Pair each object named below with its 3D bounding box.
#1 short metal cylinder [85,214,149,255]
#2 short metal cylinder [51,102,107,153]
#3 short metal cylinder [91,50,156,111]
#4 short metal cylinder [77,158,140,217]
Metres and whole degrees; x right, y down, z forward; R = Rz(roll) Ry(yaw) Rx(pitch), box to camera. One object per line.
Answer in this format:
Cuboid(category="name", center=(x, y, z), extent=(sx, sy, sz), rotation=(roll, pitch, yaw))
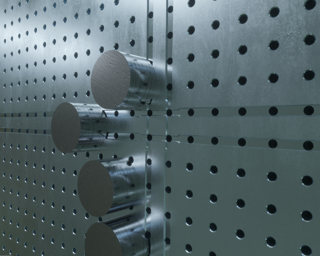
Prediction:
Cuboid(category="short metal cylinder", center=(-0.063, 0.170, 0.445), extent=(0.080, 0.050, 0.079), rotation=(0, 90, 40))
Cuboid(category="short metal cylinder", center=(-0.132, -0.001, 0.502), extent=(0.080, 0.050, 0.079), rotation=(0, 90, 40))
Cuboid(category="short metal cylinder", center=(-0.052, -0.065, 0.436), extent=(0.080, 0.050, 0.079), rotation=(0, 90, 40))
Cuboid(category="short metal cylinder", center=(-0.076, 0.085, 0.456), extent=(0.080, 0.050, 0.079), rotation=(0, 90, 40))
